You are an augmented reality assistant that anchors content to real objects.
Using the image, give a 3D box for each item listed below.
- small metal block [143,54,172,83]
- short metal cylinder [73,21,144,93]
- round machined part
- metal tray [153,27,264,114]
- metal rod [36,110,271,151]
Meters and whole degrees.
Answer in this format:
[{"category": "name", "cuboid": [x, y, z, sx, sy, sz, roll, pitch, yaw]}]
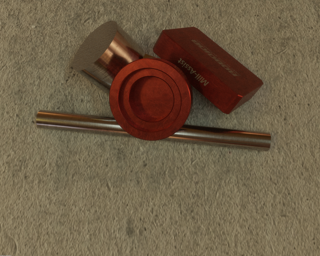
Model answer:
[{"category": "small metal block", "cuboid": [-0.001, -0.068, 0.419, 0.050, 0.050, 0.025, 22, 72, 8]}, {"category": "short metal cylinder", "cuboid": [-0.068, -0.093, 0.409, 0.080, 0.050, 0.080, -25, 45, 29]}, {"category": "round machined part", "cuboid": [-0.009, -0.037, 0.381, 0.098, 0.042, 0.097, 3, 105, 11]}, {"category": "metal tray", "cuboid": [0.065, -0.081, 0.410, 0.130, 0.030, 0.091, 44, 37, 14]}, {"category": "metal rod", "cuboid": [-0.009, 0.003, 0.408, 0.302, 0.025, 0.025, 6, 70, 2]}]
